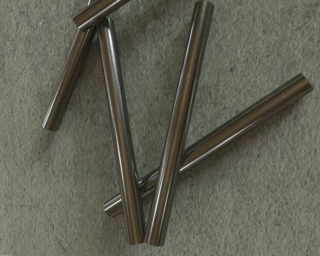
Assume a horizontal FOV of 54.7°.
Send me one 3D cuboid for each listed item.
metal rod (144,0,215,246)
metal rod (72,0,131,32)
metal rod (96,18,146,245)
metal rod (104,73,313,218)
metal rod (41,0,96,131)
[{"bbox_3d":[0.024,-0.009,0.379,0.025,0.025,0.298,11,86,19],"label":"metal rod"},{"bbox_3d":[0.018,-0.213,0.388,0.300,0.025,0.025,-30,81,12],"label":"metal rod"},{"bbox_3d":[-0.052,-0.004,0.409,0.025,0.025,0.298,-13,79,19],"label":"metal rod"},{"bbox_3d":[0.048,0.031,0.391,0.300,0.025,0.025,-35,79,16],"label":"metal rod"},{"bbox_3d":[-0.107,-0.135,0.445,0.025,0.025,0.298,26,98,17],"label":"metal rod"}]
